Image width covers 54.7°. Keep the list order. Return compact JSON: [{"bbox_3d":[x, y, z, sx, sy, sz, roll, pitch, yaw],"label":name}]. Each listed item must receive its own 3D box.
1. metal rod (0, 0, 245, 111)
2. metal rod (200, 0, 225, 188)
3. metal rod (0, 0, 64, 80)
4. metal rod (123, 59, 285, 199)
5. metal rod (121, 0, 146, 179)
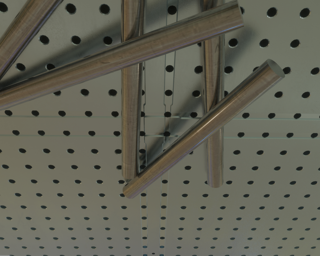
[{"bbox_3d":[-0.065,-0.067,0.326,0.300,0.025,0.025,-14,130,22],"label":"metal rod"},{"bbox_3d":[0.068,-0.029,0.388,0.025,0.025,0.298,-6,130,4],"label":"metal rod"},{"bbox_3d":[-0.129,-0.112,0.313,0.299,0.025,0.025,-37,121,27],"label":"metal rod"},{"bbox_3d":[0.034,0.021,0.405,0.025,0.025,0.298,27,132,-22],"label":"metal rod"},{"bbox_3d":[-0.034,-0.045,0.372,0.025,0.025,0.298,3,130,-3],"label":"metal rod"}]
